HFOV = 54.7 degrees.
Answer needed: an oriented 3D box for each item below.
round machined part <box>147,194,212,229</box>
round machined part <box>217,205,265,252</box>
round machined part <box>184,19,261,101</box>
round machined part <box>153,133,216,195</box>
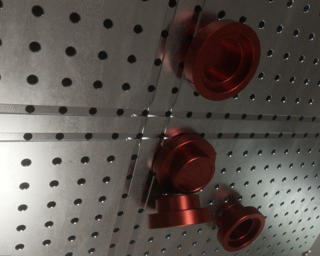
[{"bbox_3d":[0.028,0.127,0.474,0.099,0.042,0.098,-6,164,-2],"label":"round machined part"},{"bbox_3d":[0.152,0.190,0.604,0.099,0.042,0.097,-14,125,-21],"label":"round machined part"},{"bbox_3d":[0.073,-0.087,0.389,0.099,0.042,0.097,-14,125,-21],"label":"round machined part"},{"bbox_3d":[0.043,0.060,0.463,0.099,0.042,0.097,-14,125,-21],"label":"round machined part"}]
